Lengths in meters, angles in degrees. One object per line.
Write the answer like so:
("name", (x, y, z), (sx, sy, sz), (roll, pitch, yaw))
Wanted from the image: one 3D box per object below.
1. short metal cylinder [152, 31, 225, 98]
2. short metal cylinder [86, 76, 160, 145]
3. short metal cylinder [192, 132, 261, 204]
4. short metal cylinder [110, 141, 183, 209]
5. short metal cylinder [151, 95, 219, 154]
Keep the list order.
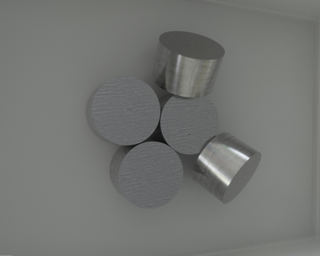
("short metal cylinder", (0.034, -0.081, 0.386), (0.081, 0.080, 0.050), (-3, 130, -20))
("short metal cylinder", (-0.046, -0.020, 0.379), (0.081, 0.050, 0.079), (0, 90, -21))
("short metal cylinder", (0.088, 0.052, 0.408), (0.080, 0.050, 0.080), (-35, 145, -29))
("short metal cylinder", (-0.018, 0.055, 0.390), (0.081, 0.050, 0.079), (0, 90, -21))
("short metal cylinder", (0.029, -0.007, 0.407), (0.081, 0.050, 0.079), (0, 90, -21))
